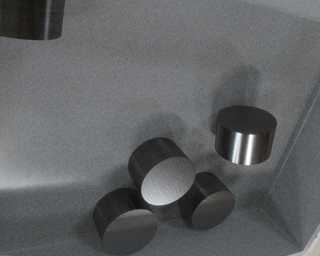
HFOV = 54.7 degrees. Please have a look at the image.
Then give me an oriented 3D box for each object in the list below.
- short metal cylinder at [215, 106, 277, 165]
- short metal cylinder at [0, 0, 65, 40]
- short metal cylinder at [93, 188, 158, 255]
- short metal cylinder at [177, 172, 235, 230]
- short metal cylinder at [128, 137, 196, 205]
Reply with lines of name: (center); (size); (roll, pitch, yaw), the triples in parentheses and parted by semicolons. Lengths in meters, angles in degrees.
short metal cylinder: (0.121, 0.008, 0.444); (0.081, 0.080, 0.050); (-14, 124, -21)
short metal cylinder: (-0.117, -0.106, 0.244); (0.081, 0.080, 0.050); (1, 118, -29)
short metal cylinder: (-0.050, 0.133, 0.444); (0.081, 0.050, 0.079); (-13, 120, -22)
short metal cylinder: (0.075, 0.119, 0.507); (0.081, 0.050, 0.079); (-14, 124, -21)
short metal cylinder: (0.002, 0.060, 0.430); (0.081, 0.050, 0.079); (-14, 124, -21)
